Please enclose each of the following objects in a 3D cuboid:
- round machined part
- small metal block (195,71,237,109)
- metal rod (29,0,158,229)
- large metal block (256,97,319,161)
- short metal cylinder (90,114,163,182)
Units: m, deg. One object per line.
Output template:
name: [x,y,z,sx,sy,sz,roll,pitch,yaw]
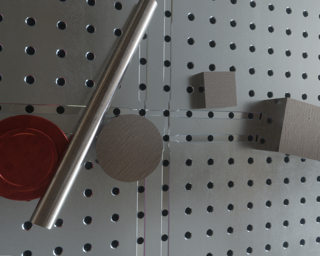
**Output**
round machined part: [-0.151,0.033,0.348,0.099,0.042,0.097,0,90,-21]
small metal block: [0.080,-0.054,0.444,0.050,0.025,0.050,-4,92,-20]
metal rod: [-0.069,-0.033,0.364,0.025,0.025,0.299,28,72,-18]
large metal block: [0.203,0.003,0.476,0.081,0.050,0.080,12,86,-20]
short metal cylinder: [-0.043,0.023,0.384,0.081,0.050,0.079,0,90,-21]
